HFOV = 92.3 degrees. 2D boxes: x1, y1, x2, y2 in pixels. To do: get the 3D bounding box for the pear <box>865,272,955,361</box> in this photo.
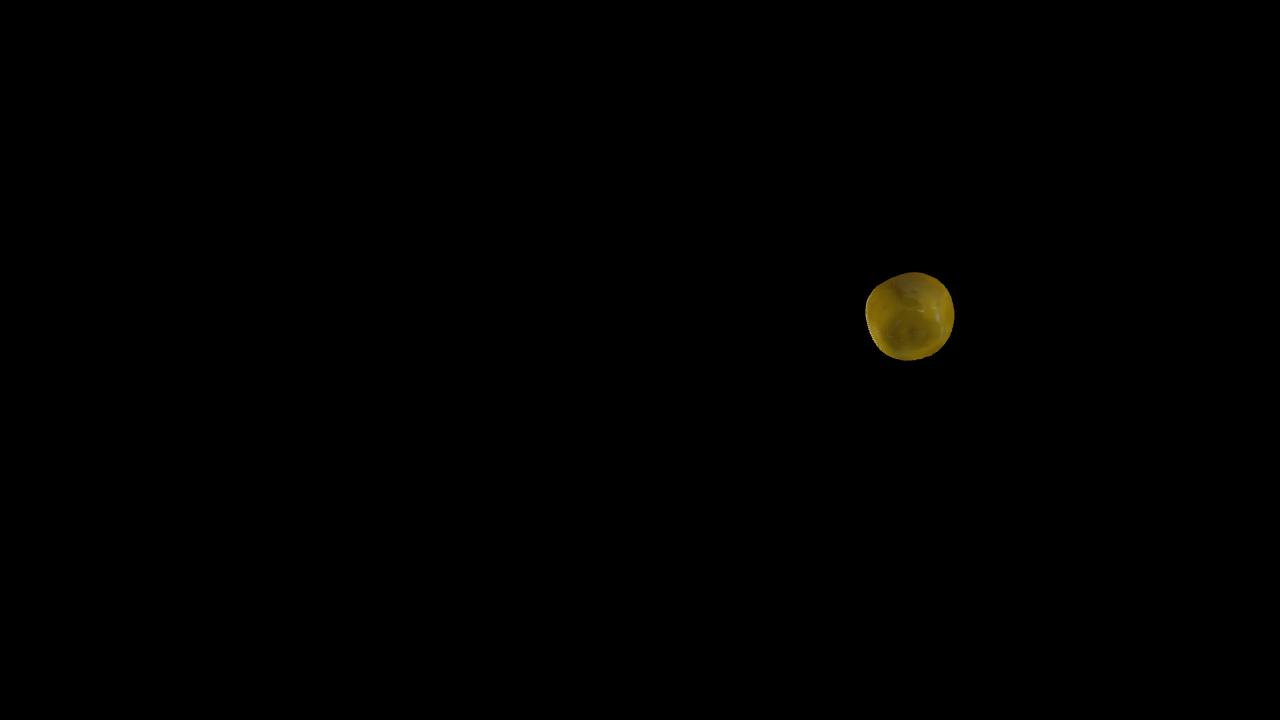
[{"bbox_3d":[0.249,-0.052,0.576,0.080,0.080,0.111,0,35,15],"label":"pear"}]
